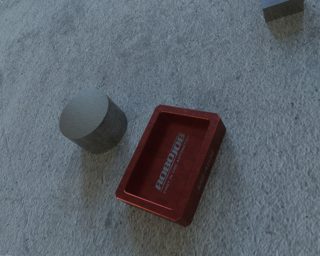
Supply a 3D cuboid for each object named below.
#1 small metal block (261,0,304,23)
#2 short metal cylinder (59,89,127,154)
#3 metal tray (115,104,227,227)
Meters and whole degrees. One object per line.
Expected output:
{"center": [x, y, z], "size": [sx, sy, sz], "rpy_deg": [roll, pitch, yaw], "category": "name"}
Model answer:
{"center": [0.166, -0.180, 0.427], "size": [0.050, 0.025, 0.050], "rpy_deg": [-12, 57, 21], "category": "small metal block"}
{"center": [-0.095, -0.009, 0.443], "size": [0.080, 0.050, 0.080], "rpy_deg": [-13, 56, 21], "category": "short metal cylinder"}
{"center": [0.014, 0.039, 0.369], "size": [0.090, 0.030, 0.130], "rpy_deg": [12, 68, 33], "category": "metal tray"}
